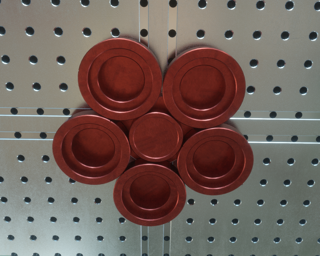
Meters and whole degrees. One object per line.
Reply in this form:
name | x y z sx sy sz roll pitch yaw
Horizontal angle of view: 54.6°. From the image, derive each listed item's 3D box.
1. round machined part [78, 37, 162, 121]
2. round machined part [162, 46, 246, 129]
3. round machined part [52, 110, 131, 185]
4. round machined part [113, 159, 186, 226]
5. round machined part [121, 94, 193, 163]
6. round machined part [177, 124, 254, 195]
round machined part | -0.047 -0.062 0.381 0.099 0.042 0.097 0 110 0
round machined part | 0.052 -0.052 0.385 0.099 0.042 0.097 0 110 0
round machined part | -0.087 0.023 0.411 0.099 0.042 0.097 0 110 0
round machined part | -0.014 0.085 0.435 0.099 0.042 0.097 0 110 0
round machined part | -0.005 0.006 0.406 0.099 0.042 0.097 0 110 0
round machined part | 0.071 0.038 0.419 0.099 0.042 0.097 0 110 0
